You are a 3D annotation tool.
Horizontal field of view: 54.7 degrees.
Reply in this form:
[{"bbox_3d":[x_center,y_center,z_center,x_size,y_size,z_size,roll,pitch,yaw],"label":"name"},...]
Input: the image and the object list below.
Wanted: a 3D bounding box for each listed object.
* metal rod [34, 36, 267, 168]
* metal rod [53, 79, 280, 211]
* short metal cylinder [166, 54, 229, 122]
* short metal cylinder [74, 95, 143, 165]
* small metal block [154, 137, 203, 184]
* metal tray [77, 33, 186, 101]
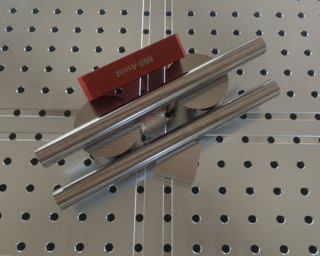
[{"bbox_3d":[-0.002,-0.036,0.371,0.302,0.025,0.025,-28,73,-10],"label":"metal rod"},{"bbox_3d":[0.016,0.015,0.379,0.302,0.025,0.025,-27,73,-10],"label":"metal rod"},{"bbox_3d":[0.047,-0.053,0.419,0.081,0.050,0.080,0,70,0],"label":"short metal cylinder"},{"bbox_3d":[-0.063,0.005,0.396,0.081,0.050,0.080,0,70,0],"label":"short metal cylinder"},{"bbox_3d":[0.023,0.039,0.397,0.050,0.025,0.050,14,71,4],"label":"small metal block"},{"bbox_3d":[-0.041,-0.079,0.404,0.131,0.090,0.030,-27,105,-10],"label":"metal tray"}]
